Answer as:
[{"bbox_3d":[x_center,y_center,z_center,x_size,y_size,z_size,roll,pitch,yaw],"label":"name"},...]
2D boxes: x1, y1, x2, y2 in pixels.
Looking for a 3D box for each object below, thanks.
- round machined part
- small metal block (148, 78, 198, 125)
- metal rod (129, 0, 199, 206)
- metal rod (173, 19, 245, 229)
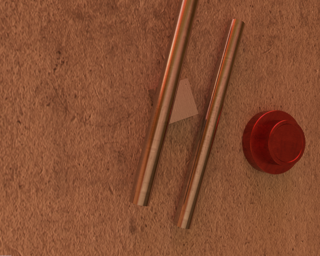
[{"bbox_3d":[0.178,0.022,0.468,0.099,0.042,0.097,0,90,-21],"label":"round machined part"},{"bbox_3d":[0.017,-0.035,0.417,0.050,0.025,0.050,-20,97,-19],"label":"small metal block"},{"bbox_3d":[0.011,-0.054,0.387,0.025,0.025,0.299,16,84,-20],"label":"metal rod"},{"bbox_3d":[0.071,-0.010,0.436,0.025,0.025,0.299,18,84,-20],"label":"metal rod"}]
